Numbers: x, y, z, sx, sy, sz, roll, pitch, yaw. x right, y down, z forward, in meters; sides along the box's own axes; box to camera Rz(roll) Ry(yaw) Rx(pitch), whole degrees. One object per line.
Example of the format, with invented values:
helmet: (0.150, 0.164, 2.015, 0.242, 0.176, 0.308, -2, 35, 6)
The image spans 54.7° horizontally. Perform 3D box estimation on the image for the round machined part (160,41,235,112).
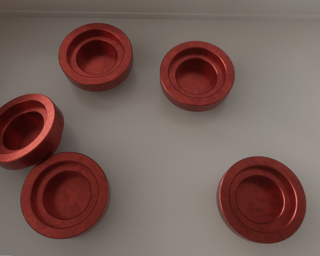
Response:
round machined part: (0.049, -0.067, 0.426, 0.099, 0.042, 0.098, 0, 70, -1)

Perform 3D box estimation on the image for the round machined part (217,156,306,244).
round machined part: (0.117, 0.086, 0.371, 0.099, 0.042, 0.098, 0, 70, -1)

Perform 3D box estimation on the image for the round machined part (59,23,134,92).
round machined part: (-0.086, -0.094, 0.434, 0.099, 0.042, 0.098, 0, 70, -1)

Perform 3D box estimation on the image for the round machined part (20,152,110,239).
round machined part: (-0.108, 0.081, 0.370, 0.099, 0.042, 0.098, 0, 70, -1)

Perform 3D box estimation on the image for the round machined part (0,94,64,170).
round machined part: (-0.164, 0.008, 0.385, 0.098, 0.042, 0.098, -8, 56, 12)
